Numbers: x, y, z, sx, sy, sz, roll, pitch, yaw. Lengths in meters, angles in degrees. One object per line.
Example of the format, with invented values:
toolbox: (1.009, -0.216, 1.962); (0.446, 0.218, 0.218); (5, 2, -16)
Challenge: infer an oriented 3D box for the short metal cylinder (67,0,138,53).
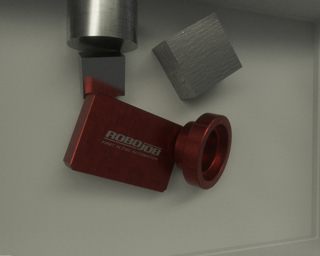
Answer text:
short metal cylinder: (-0.066, -0.120, 0.357); (0.081, 0.080, 0.050); (0, 90, -20)

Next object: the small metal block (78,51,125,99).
small metal block: (-0.070, -0.065, 0.375); (0.050, 0.025, 0.050); (-7, 120, -20)

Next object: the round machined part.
round machined part: (0.054, 0.027, 0.406); (0.099, 0.042, 0.097); (-25, 122, -50)

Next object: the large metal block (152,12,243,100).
large metal block: (0.050, -0.094, 0.417); (0.080, 0.050, 0.080); (-34, 101, -17)

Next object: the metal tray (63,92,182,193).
metal tray: (-0.039, 0.020, 0.380); (0.131, 0.030, 0.090); (21, 83, -31)
